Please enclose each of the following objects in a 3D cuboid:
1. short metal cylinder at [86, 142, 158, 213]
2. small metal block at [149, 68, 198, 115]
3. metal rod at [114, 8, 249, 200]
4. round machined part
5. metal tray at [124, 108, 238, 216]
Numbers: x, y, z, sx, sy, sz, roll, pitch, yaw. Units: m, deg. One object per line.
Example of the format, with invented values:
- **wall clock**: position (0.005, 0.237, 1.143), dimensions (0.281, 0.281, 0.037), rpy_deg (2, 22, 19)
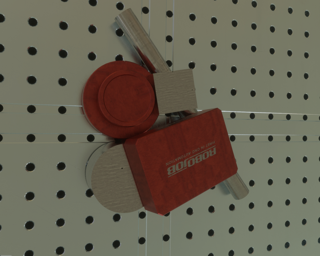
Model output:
- **short metal cylinder**: position (-0.047, 0.057, 0.378), dimensions (0.081, 0.050, 0.079), rpy_deg (0, 90, -20)
- **small metal block**: position (0.016, -0.046, 0.390), dimensions (0.050, 0.025, 0.050), rpy_deg (-10, 96, -15)
- **metal rod**: position (0.036, -0.024, 0.422), dimensions (0.025, 0.025, 0.299), rpy_deg (-38, 102, -16)
- **round machined part**: position (-0.044, -0.035, 0.382), dimensions (0.099, 0.042, 0.097), rpy_deg (0, 90, -19)
- **metal tray**: position (0.030, 0.036, 0.377), dimensions (0.131, 0.030, 0.089), rpy_deg (-21, 98, -32)
